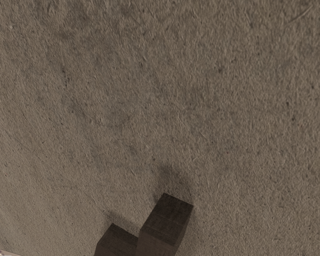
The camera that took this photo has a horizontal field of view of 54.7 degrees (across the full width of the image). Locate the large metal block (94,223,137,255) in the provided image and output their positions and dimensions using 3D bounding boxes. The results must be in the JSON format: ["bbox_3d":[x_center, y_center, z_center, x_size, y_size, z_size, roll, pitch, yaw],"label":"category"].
[{"bbox_3d":[-0.074,0.236,0.574,0.080,0.050,0.079,27,128,11],"label":"large metal block"}]

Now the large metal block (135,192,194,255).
[{"bbox_3d":[0.006,0.160,0.465,0.050,0.080,0.079,21,126,15],"label":"large metal block"}]
